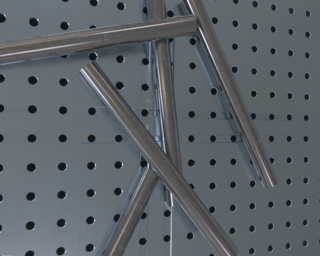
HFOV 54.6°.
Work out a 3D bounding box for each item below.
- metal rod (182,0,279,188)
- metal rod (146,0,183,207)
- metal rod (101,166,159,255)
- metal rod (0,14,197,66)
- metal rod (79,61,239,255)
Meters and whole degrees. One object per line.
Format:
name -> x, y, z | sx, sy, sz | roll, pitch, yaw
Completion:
metal rod -> 0.105, -0.048, 0.450 | 0.025, 0.025, 0.299 | -29, 100, -18
metal rod -> 0.007, -0.046, 0.414 | 0.025, 0.025, 0.298 | -7, 92, -20
metal rod -> -0.074, 0.189, 0.385 | 0.025, 0.025, 0.299 | 29, 80, -18
metal rod -> -0.101, -0.099, 0.359 | 0.302, 0.025, 0.025 | -13, 95, -14
metal rod -> 0.001, 0.045, 0.391 | 0.025, 0.025, 0.300 | -38, 94, -16
